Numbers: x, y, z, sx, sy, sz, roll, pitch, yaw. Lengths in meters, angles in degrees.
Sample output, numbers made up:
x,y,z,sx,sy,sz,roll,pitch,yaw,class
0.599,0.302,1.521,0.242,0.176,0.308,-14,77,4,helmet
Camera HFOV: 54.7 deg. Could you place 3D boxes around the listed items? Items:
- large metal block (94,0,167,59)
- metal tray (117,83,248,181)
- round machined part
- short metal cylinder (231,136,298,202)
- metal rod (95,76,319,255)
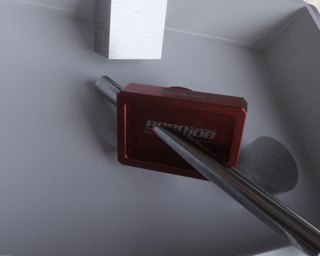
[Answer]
x,y,z,sx,sy,sz,roll,pitch,yaw,class
-0.042,-0.140,0.426,0.081,0.079,0.050,-8,27,-32,large metal block
0.020,0.006,0.334,0.131,0.089,0.030,9,27,12,metal tray
0.027,-0.004,0.413,0.099,0.042,0.098,14,56,-21,round machined part
0.143,0.058,0.434,0.081,0.050,0.080,14,56,-21,short metal cylinder
0.030,0.022,0.331,0.025,0.025,0.300,-28,53,-38,metal rod
